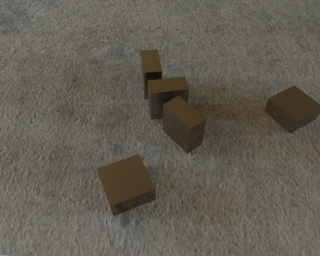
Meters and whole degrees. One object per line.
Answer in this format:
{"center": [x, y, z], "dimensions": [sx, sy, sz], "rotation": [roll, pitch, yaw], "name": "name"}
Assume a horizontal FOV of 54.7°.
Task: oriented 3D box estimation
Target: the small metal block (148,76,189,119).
{"center": [0.010, -0.040, 0.421], "dimensions": [0.050, 0.050, 0.025], "rotation": [-7, 51, -7], "name": "small metal block"}

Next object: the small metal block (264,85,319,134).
{"center": [0.183, -0.027, 0.428], "dimensions": [0.050, 0.025, 0.050], "rotation": [-25, 55, -20], "name": "small metal block"}

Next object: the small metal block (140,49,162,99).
{"center": [-0.013, -0.079, 0.453], "dimensions": [0.025, 0.050, 0.050], "rotation": [-6, 50, -5], "name": "small metal block"}

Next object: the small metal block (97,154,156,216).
{"center": [-0.038, 0.063, 0.350], "dimensions": [0.050, 0.025, 0.050], "rotation": [-18, 53, -15], "name": "small metal block"}

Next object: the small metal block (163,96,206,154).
{"center": [0.029, -0.004, 0.391], "dimensions": [0.025, 0.050, 0.050], "rotation": [-31, 57, -24], "name": "small metal block"}
